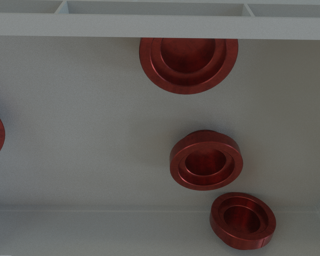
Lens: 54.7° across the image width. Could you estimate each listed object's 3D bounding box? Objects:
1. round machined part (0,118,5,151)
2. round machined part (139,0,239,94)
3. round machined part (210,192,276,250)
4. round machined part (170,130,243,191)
[{"bbox_3d":[-0.248,0.004,0.379,0.099,0.042,0.097,-21,128,-29],"label":"round machined part"},{"bbox_3d":[0.029,-0.087,0.324,0.099,0.042,0.097,0,130,0],"label":"round machined part"},{"bbox_3d":[0.127,0.150,0.487,0.099,0.098,0.042,2,122,-2],"label":"round machined part"},{"bbox_3d":[0.062,0.041,0.433,0.099,0.042,0.097,0,130,0],"label":"round machined part"}]
